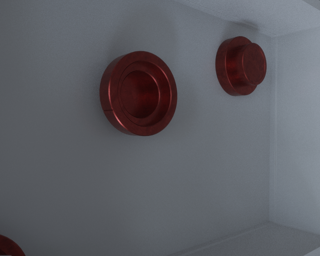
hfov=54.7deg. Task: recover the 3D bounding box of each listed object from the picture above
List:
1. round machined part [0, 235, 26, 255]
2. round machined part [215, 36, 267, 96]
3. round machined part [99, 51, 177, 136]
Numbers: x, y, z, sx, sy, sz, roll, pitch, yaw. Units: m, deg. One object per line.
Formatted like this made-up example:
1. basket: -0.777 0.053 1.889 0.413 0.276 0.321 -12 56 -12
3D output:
1. round machined part: -0.151 0.138 0.245 0.099 0.098 0.042 -35 148 -34
2. round machined part: 0.140 -0.103 0.512 0.099 0.042 0.097 0 90 -40
3. round machined part: -0.029 -0.039 0.371 0.099 0.042 0.097 0 90 -40
